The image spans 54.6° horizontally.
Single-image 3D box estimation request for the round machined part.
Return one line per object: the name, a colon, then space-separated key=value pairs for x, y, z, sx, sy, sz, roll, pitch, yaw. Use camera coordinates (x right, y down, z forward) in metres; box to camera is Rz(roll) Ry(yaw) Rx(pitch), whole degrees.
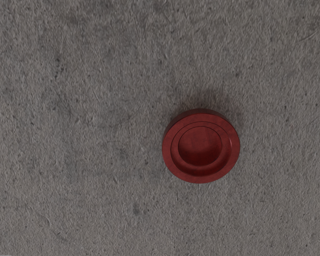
round machined part: x=0.052 y=0.020 z=0.408 sx=0.099 sy=0.042 sz=0.097 roll=0 pitch=110 yaw=0
